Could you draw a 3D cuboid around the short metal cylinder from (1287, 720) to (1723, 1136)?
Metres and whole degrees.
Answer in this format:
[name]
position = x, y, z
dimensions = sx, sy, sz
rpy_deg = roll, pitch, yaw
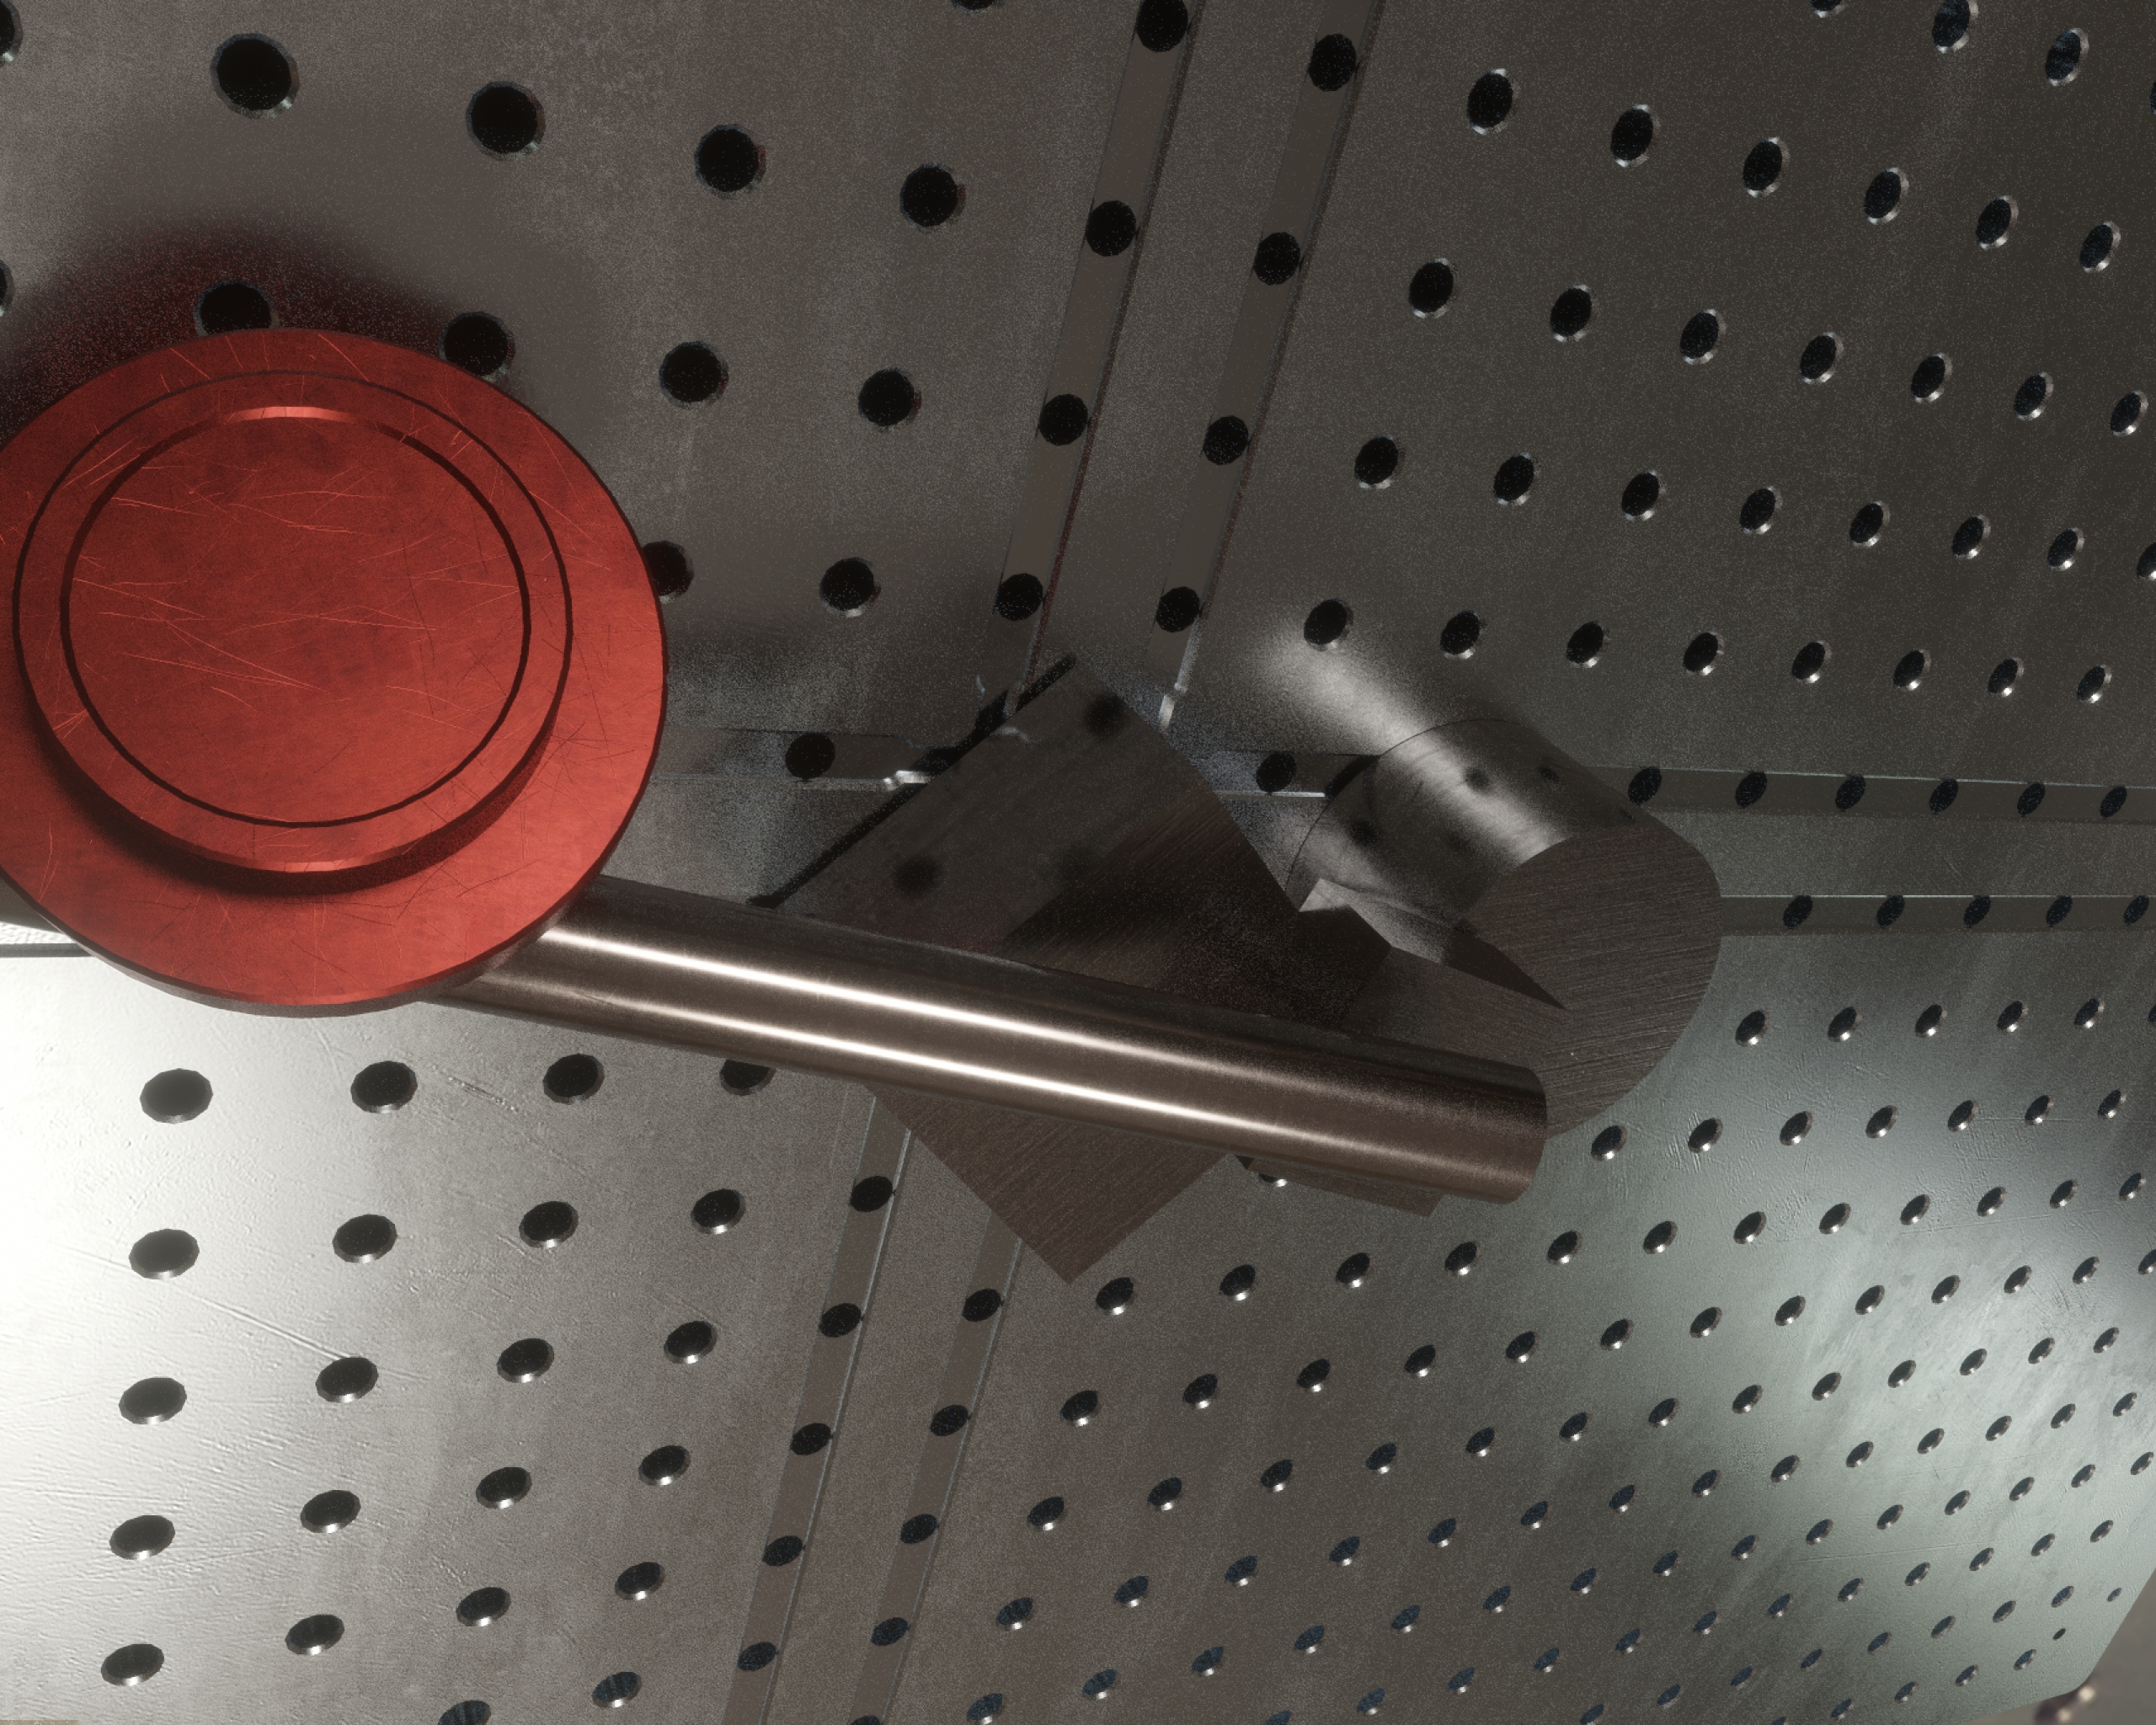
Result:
[short metal cylinder]
position = 0.092, 0.015, 0.457
dimensions = 0.081, 0.050, 0.079
rpy_deg = -14, 125, -21

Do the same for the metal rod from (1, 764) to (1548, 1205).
[metal rod]
position = -0.065, 0.017, 0.331
dimensions = 0.302, 0.025, 0.025
rpy_deg = 13, 113, -16

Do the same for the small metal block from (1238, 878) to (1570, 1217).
[small metal block]
position = 0.057, 0.036, 0.399
dimensions = 0.050, 0.025, 0.050
rpy_deg = 20, 108, -36

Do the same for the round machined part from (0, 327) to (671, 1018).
[round machined part]
position = -0.107, -0.029, 0.290
dimensions = 0.099, 0.042, 0.097
rpy_deg = 3, 79, -17

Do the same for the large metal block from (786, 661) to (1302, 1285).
[large metal block]
position = -0.001, 0.022, 0.407
dimensions = 0.080, 0.050, 0.080
rpy_deg = -40, 130, -2
